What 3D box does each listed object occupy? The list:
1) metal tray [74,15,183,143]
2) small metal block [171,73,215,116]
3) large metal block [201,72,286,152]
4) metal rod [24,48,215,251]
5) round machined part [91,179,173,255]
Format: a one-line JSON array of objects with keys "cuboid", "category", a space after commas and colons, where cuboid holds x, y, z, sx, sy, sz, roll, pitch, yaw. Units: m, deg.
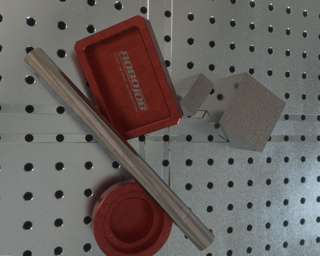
[{"cuboid": [-0.036, -0.056, 0.373, 0.090, 0.030, 0.129, -18, 98, 15], "category": "metal tray"}, {"cuboid": [0.039, -0.043, 0.415, 0.025, 0.050, 0.050, 38, 78, -17], "category": "small metal block"}, {"cuboid": [0.120, -0.021, 0.445, 0.080, 0.050, 0.080, 33, 79, -18], "category": "large metal block"}, {"cuboid": [-0.046, 0.026, 0.364, 0.025, 0.025, 0.300, -43, 92, -15], "category": "metal rod"}, {"cuboid": [-0.037, 0.113, 0.391, 0.099, 0.042, 0.097, 0, 90, -21], "category": "round machined part"}]
